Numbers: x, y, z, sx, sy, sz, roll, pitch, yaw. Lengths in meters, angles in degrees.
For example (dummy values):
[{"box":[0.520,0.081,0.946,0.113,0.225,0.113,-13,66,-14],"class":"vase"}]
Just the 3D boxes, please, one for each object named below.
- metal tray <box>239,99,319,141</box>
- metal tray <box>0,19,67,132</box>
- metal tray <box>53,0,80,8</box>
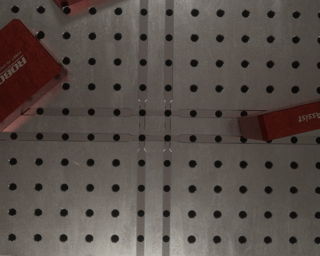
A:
[{"box":[0.174,-0.014,0.383,0.131,0.090,0.030,-13,90,-1],"class":"metal tray"},{"box":[-0.202,-0.067,0.408,0.130,0.030,0.090,-41,91,-1],"class":"metal tray"},{"box":[-0.095,-0.228,0.409,0.131,0.030,0.090,-22,90,-1],"class":"metal tray"}]
